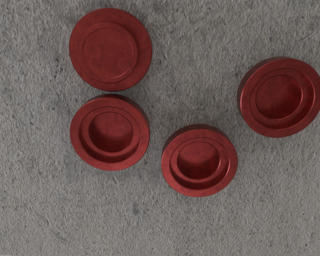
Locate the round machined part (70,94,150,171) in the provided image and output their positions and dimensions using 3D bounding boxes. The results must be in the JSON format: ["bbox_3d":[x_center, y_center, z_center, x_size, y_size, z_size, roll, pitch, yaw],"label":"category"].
[{"bbox_3d":[-0.062,0.003,0.401,0.099,0.042,0.097,0,110,0],"label":"round machined part"}]

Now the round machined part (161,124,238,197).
[{"bbox_3d":[0.051,0.040,0.416,0.099,0.042,0.097,0,110,0],"label":"round machined part"}]

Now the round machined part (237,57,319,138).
[{"bbox_3d":[0.145,-0.040,0.387,0.099,0.042,0.097,0,110,0],"label":"round machined part"}]

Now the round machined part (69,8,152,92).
[{"bbox_3d":[-0.059,-0.090,0.367,0.099,0.042,0.097,0,110,0],"label":"round machined part"}]
